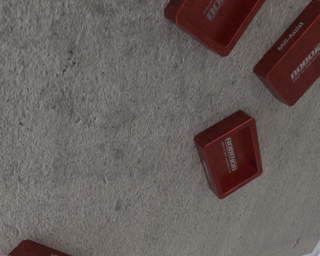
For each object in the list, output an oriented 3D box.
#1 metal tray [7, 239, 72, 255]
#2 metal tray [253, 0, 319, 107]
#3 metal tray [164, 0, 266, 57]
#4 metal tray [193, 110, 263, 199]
[{"bbox_3d":[-0.171,0.220,0.446,0.090,0.030,0.130,-44,130,2],"label":"metal tray"},{"bbox_3d":[0.208,-0.106,0.451,0.090,0.030,0.130,35,99,-39],"label":"metal tray"},{"bbox_3d":[0.076,-0.157,0.347,0.090,0.030,0.129,24,105,-37],"label":"metal tray"},{"bbox_3d":[0.112,0.045,0.492,0.090,0.030,0.129,-30,129,-9],"label":"metal tray"}]
